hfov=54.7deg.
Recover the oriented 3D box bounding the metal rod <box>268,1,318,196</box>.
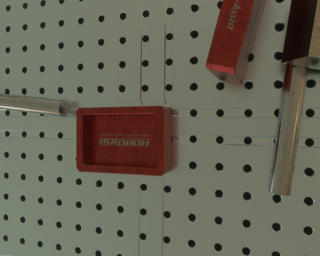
[{"bbox_3d":[0.158,-0.072,0.356,0.025,0.025,0.298,8,93,19],"label":"metal rod"}]

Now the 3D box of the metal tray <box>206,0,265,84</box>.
[{"bbox_3d":[0.090,-0.120,0.345,0.030,0.090,0.129,16,95,19],"label":"metal tray"}]

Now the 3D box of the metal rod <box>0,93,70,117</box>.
[{"bbox_3d":[-0.284,-0.047,0.510,0.301,0.025,0.025,7,93,19],"label":"metal rod"}]

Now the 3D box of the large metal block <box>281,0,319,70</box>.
[{"bbox_3d":[0.182,-0.103,0.319,0.081,0.050,0.079,8,93,-8],"label":"large metal block"}]

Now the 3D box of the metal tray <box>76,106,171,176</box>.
[{"bbox_3d":[-0.051,0.016,0.426,0.130,0.030,0.089,0,90,19],"label":"metal tray"}]
